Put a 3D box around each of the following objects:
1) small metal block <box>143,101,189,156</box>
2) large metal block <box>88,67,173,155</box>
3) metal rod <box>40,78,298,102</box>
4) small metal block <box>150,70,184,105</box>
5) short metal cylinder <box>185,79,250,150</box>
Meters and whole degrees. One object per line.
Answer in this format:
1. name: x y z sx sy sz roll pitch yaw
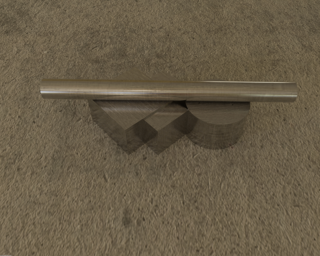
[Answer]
1. small metal block: 0.007 0.000 0.390 0.050 0.050 0.025 -35 59 -26
2. large metal block: -0.037 -0.025 0.407 0.080 0.050 0.080 -35 58 -26
3. metal rod: 0.010 -0.045 0.376 0.302 0.025 0.025 1 50 0
4. small metal block: 0.012 -0.043 0.425 0.025 0.050 0.050 -35 59 -26
5. short metal cylinder: 0.072 -0.019 0.404 0.081 0.050 0.080 0 50 0
